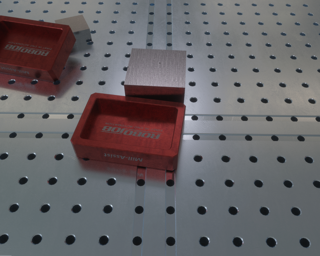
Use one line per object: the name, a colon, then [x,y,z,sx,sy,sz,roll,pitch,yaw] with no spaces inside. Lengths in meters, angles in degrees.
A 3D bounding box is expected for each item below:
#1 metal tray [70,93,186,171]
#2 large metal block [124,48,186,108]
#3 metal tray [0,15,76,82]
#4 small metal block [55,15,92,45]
metal tray: [-0.037,0.002,0.402,0.131,0.030,0.090,7,50,6]
large metal block: [-0.004,-0.069,0.450,0.080,0.050,0.080,3,50,2]
metal tray: [-0.213,-0.129,0.495,0.131,0.030,0.090,11,66,9]
small metal block: [-0.155,-0.174,0.552,0.050,0.025,0.050,-18,52,-15]
